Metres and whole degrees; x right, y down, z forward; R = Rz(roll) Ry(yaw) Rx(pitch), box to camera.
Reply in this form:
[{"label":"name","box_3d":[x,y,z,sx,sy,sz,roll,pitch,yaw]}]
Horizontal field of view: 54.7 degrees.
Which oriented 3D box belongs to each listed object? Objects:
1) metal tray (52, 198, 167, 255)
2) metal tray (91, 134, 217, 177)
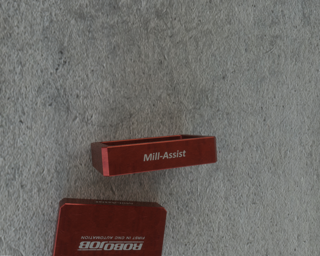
[{"label":"metal tray","box_3d":[-0.062,0.138,0.384,0.131,0.030,0.089,8,87,-20]},{"label":"metal tray","box_3d":[-0.010,0.029,0.370,0.131,0.090,0.030,-5,92,-20]}]
